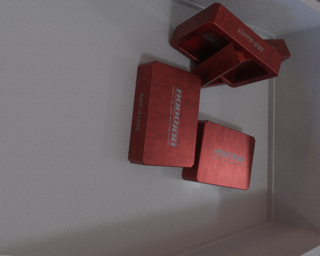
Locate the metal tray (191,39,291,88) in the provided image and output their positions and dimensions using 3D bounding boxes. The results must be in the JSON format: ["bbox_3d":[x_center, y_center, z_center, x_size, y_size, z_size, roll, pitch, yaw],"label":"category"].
[{"bbox_3d":[0.123,-0.097,0.466,0.131,0.090,0.030,-14,81,-40],"label":"metal tray"}]

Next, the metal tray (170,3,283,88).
[{"bbox_3d":[0.092,-0.107,0.429,0.131,0.090,0.030,28,71,-27],"label":"metal tray"}]

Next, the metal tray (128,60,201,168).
[{"bbox_3d":[0.009,-0.015,0.413,0.091,0.030,0.129,9,84,-40],"label":"metal tray"}]

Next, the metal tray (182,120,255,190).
[{"bbox_3d":[0.097,0.045,0.487,0.131,0.030,0.090,17,79,-39],"label":"metal tray"}]
